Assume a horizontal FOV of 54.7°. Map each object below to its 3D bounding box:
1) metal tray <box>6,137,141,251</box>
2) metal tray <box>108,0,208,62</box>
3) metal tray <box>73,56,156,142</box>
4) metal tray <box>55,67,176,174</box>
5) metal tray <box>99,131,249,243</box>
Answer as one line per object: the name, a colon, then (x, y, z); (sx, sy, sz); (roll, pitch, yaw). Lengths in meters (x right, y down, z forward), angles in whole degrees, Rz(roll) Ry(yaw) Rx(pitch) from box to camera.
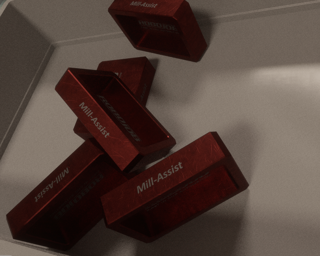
metal tray: (-0.095, 0.081, 0.362); (0.130, 0.090, 0.030); (-44, 51, -2)
metal tray: (-0.004, -0.146, 0.454); (0.130, 0.090, 0.030); (22, 74, 35)
metal tray: (-0.066, -0.043, 0.462); (0.090, 0.030, 0.130); (1, 62, 28)
metal tray: (-0.049, -0.014, 0.363); (0.130, 0.090, 0.030); (48, 114, 13)
metal tray: (0.018, 0.065, 0.313); (0.130, 0.090, 0.030); (-32, 52, 7)
